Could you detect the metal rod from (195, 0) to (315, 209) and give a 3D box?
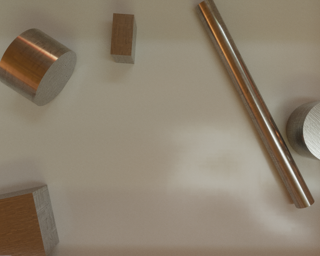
[{"bbox_3d":[0.126,-0.032,0.413,0.025,0.025,0.299,-27,90,0],"label":"metal rod"}]

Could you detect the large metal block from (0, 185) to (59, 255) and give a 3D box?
[{"bbox_3d":[-0.185,0.125,0.397,0.080,0.050,0.080,-12,90,-1],"label":"large metal block"}]

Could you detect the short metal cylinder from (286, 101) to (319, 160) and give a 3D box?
[{"bbox_3d":[0.214,0.003,0.402,0.081,0.050,0.079,0,90,-1],"label":"short metal cylinder"}]

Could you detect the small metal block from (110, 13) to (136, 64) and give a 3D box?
[{"bbox_3d":[-0.046,-0.113,0.398,0.025,0.050,0.050,4,90,0],"label":"small metal block"}]

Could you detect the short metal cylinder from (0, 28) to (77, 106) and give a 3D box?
[{"bbox_3d":[-0.148,-0.074,0.382,0.050,0.080,0.080,33,90,-1],"label":"short metal cylinder"}]
